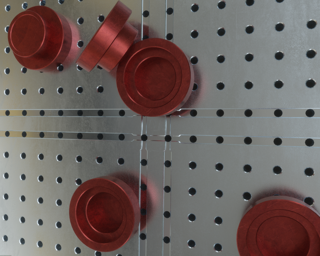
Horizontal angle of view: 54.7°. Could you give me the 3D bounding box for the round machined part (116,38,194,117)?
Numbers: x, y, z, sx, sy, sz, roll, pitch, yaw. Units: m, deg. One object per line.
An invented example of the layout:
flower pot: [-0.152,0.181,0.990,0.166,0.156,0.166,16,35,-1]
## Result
round machined part: [-0.004,-0.063,0.403,0.098,0.042,0.097,1,92,18]

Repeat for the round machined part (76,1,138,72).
round machined part: [-0.065,-0.113,0.406,0.042,0.098,0.098,34,103,-20]

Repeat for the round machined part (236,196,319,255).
round machined part: [0.140,0.126,0.354,0.098,0.042,0.097,0,90,19]

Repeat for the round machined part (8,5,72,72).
round machined part: [-0.188,-0.137,0.468,0.098,0.042,0.097,0,90,19]

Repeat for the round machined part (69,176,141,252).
round machined part: [-0.072,0.115,0.428,0.098,0.042,0.097,0,90,19]
